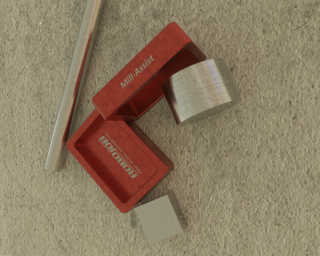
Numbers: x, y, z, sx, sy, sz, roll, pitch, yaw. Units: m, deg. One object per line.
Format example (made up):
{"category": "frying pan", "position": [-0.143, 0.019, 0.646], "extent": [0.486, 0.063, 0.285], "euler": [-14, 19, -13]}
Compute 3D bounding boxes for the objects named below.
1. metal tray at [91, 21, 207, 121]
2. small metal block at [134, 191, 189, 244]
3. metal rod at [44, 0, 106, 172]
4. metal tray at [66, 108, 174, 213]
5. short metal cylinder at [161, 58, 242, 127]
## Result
{"category": "metal tray", "position": [-0.010, -0.061, 0.377], "extent": [0.130, 0.090, 0.030], "euler": [-41, 78, 15]}
{"category": "small metal block", "position": [0.002, 0.117, 0.408], "extent": [0.050, 0.025, 0.050], "euler": [-27, 82, 17]}
{"category": "metal rod", "position": [-0.119, -0.081, 0.449], "extent": [0.025, 0.025, 0.298], "euler": [18, 96, 19]}
{"category": "metal tray", "position": [-0.057, 0.038, 0.425], "extent": [0.130, 0.030, 0.090], "euler": [46, 104, 14]}
{"category": "short metal cylinder", "position": [0.048, -0.040, 0.363], "extent": [0.080, 0.080, 0.050], "euler": [-24, 82, 18]}
